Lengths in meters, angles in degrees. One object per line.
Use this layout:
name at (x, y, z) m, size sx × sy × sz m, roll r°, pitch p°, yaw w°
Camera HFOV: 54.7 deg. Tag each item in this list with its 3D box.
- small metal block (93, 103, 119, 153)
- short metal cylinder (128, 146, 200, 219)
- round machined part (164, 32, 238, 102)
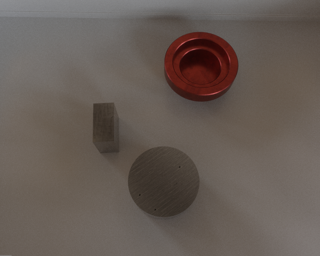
small metal block at (-0.068, 0.001, 0.395) m, size 0.025 × 0.050 × 0.050 m, roll -3°, pitch 70°, yaw -1°
short metal cylinder at (0.004, 0.067, 0.372) m, size 0.081 × 0.050 × 0.080 m, roll 0°, pitch 70°, yaw 0°
round machined part at (0.055, -0.081, 0.431) m, size 0.099 × 0.042 × 0.098 m, roll 0°, pitch 70°, yaw -1°
